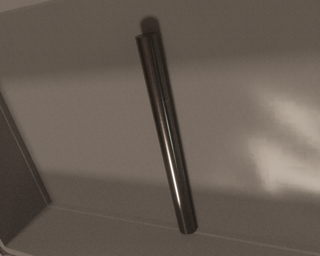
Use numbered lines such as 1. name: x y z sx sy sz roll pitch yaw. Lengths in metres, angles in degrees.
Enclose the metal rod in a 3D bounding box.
1. metal rod: 0.013 0.025 0.416 0.025 0.025 0.298 2 120 27
